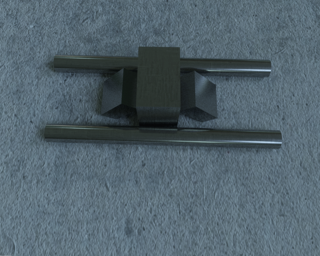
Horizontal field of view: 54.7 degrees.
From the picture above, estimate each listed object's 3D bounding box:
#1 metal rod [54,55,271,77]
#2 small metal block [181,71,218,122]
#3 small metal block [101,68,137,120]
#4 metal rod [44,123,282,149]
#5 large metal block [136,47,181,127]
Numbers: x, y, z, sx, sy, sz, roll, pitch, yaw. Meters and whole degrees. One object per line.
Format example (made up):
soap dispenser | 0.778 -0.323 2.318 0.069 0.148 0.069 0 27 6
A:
metal rod | 0.004 -0.088 0.442 0.302 0.025 0.025 1 70 0
small metal block | 0.051 -0.040 0.410 0.025 0.050 0.050 -17 64 39
small metal block | -0.053 -0.044 0.410 0.025 0.050 0.050 16 65 -37
metal rod | 0.004 0.011 0.405 0.302 0.025 0.025 2 70 0
large metal block | -0.002 -0.048 0.400 0.050 0.080 0.080 1 70 0
